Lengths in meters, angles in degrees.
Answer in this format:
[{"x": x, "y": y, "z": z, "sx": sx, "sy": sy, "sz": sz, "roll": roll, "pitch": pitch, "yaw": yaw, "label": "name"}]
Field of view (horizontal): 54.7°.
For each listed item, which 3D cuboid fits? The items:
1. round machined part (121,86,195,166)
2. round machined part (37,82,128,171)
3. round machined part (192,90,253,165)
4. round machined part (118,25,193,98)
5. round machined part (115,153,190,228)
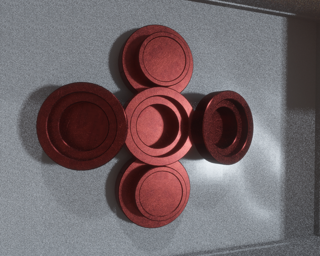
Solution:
[{"x": -0.006, "y": -0.002, "z": 0.397, "sx": 0.099, "sy": 0.042, "sz": 0.097, "roll": 0, "pitch": 90, "yaw": -20, "label": "round machined part"}, {"x": -0.086, "y": -0.002, "z": 0.359, "sx": 0.099, "sy": 0.042, "sz": 0.097, "roll": 0, "pitch": 90, "yaw": -3, "label": "round machined part"}, {"x": 0.079, "y": 0.000, "z": 0.420, "sx": 0.099, "sy": 0.042, "sz": 0.097, "roll": 0, "pitch": 91, "yaw": -37, "label": "round machined part"}, {"x": -0.001, "y": -0.085, "z": 0.399, "sx": 0.099, "sy": 0.042, "sz": 0.097, "roll": 0, "pitch": 90, "yaw": -20, "label": "round machined part"}, {"x": -0.005, "y": 0.080, "z": 0.398, "sx": 0.099, "sy": 0.042, "sz": 0.097, "roll": 0, "pitch": 90, "yaw": -20, "label": "round machined part"}]
